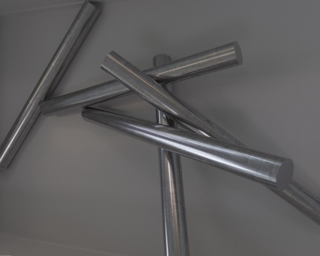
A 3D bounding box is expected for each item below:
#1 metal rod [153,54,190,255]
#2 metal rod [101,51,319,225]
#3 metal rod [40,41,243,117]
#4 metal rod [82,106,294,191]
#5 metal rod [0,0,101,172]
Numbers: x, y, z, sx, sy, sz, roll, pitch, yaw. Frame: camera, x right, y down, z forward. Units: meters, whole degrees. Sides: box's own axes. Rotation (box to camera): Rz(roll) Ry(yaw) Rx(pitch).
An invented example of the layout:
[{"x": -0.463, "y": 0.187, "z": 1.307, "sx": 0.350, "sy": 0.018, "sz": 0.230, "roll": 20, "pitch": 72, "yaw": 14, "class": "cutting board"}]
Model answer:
[{"x": 0.011, "y": 0.043, "z": 0.345, "sx": 0.025, "sy": 0.025, "sz": 0.299, "roll": -14, "pitch": 62, "yaw": 19, "class": "metal rod"}, {"x": 0.062, "y": 0.010, "z": 0.349, "sx": 0.301, "sy": 0.025, "sz": 0.025, "roll": 36, "pitch": 102, "yaw": 1, "class": "metal rod"}, {"x": -0.046, "y": -0.053, "z": 0.395, "sx": 0.300, "sy": 0.025, "sz": 0.025, "roll": -11, "pitch": 87, "yaw": 31, "class": "metal rod"}, {"x": -0.005, "y": 0.007, "z": 0.338, "sx": 0.300, "sy": 0.025, "sz": 0.025, "roll": 16, "pitch": 96, "yaw": 48, "class": "metal rod"}, {"x": -0.180, "y": -0.056, "z": 0.473, "sx": 0.025, "sy": 0.025, "sz": 0.299, "roll": 38, "pitch": 102, "yaw": 16, "class": "metal rod"}]
